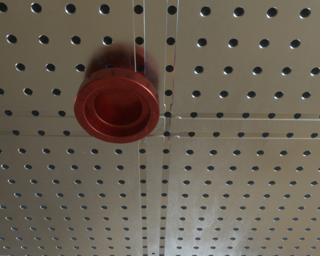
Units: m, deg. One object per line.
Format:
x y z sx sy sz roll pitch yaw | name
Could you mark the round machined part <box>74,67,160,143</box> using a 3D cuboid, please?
-0.050 -0.031 0.374 0.099 0.042 0.097 -1 130 0 | round machined part
